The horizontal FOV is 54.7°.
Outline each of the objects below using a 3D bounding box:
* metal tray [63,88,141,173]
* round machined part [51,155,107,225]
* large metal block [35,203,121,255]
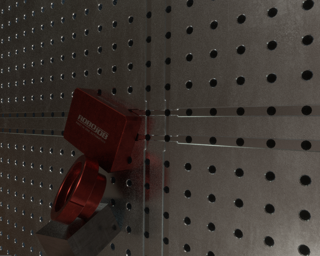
[{"bbox_3d":[-0.094,0.000,0.481,0.130,0.030,0.089,29,108,35],"label":"metal tray"},{"bbox_3d":[-0.111,0.090,0.440,0.098,0.042,0.098,-46,26,31],"label":"round machined part"},{"bbox_3d":[-0.121,0.155,0.462,0.080,0.080,0.050,-8,110,39],"label":"large metal block"}]
